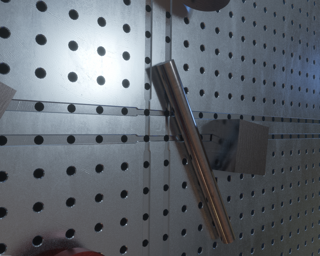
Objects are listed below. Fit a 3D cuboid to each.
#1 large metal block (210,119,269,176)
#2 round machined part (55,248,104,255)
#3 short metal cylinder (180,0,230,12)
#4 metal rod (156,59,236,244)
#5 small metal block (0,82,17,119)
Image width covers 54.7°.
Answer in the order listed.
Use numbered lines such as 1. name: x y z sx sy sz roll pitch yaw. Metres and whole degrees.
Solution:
1. large metal block: 0.129 0.032 0.501 0.081 0.050 0.080 12 83 -39
2. round machined part: -0.093 0.173 0.315 0.099 0.042 0.097 6 81 -45
3. short metal cylinder: 0.063 -0.207 0.425 0.080 0.080 0.050 26 74 -37
4. metal rod: 0.058 0.045 0.457 0.025 0.025 0.299 -34 111 -35
5. small metal block: -0.165 -0.023 0.271 0.050 0.025 0.050 34 69 -35
